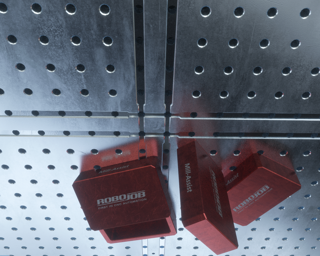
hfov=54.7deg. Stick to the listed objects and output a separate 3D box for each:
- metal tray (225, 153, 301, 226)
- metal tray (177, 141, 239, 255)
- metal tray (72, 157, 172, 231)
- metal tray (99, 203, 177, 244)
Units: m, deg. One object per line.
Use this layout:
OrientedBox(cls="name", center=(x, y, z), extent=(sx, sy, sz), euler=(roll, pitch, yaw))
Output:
OrientedBox(cls="metal tray", center=(0.144, 0.103, 0.499), extent=(0.090, 0.030, 0.129), euler=(26, 125, -21))
OrientedBox(cls="metal tray", center=(0.062, 0.091, 0.421), extent=(0.030, 0.130, 0.090), euler=(-28, 125, 21))
OrientedBox(cls="metal tray", center=(-0.056, 0.102, 0.474), extent=(0.130, 0.030, 0.089), euler=(-14, 107, 11))
OrientedBox(cls="metal tray", center=(-0.042, 0.160, 0.543), extent=(0.131, 0.030, 0.090), euler=(-10, 130, 8))
